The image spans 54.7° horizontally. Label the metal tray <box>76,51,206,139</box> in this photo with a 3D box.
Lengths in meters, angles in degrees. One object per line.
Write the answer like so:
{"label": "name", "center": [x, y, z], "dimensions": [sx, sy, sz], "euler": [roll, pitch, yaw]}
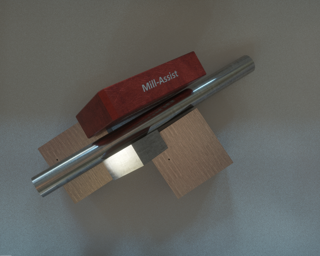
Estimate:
{"label": "metal tray", "center": [-0.021, -0.037, 0.350], "dimensions": [0.131, 0.090, 0.030], "euler": [-30, 92, -32]}

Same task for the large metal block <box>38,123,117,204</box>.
{"label": "large metal block", "center": [-0.090, 0.036, 0.394], "dimensions": [0.080, 0.050, 0.080], "euler": [-34, 90, 0]}

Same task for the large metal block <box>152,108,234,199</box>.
{"label": "large metal block", "center": [0.033, 0.031, 0.398], "dimensions": [0.080, 0.050, 0.080], "euler": [-34, 90, 0]}

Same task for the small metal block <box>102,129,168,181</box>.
{"label": "small metal block", "center": [-0.027, 0.030, 0.349], "dimensions": [0.050, 0.050, 0.025], "euler": [-30, 90, 36]}

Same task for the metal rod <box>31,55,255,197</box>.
{"label": "metal rod", "center": [-0.007, -0.011, 0.373], "dimensions": [0.302, 0.025, 0.025], "euler": [-31, 90, -16]}
